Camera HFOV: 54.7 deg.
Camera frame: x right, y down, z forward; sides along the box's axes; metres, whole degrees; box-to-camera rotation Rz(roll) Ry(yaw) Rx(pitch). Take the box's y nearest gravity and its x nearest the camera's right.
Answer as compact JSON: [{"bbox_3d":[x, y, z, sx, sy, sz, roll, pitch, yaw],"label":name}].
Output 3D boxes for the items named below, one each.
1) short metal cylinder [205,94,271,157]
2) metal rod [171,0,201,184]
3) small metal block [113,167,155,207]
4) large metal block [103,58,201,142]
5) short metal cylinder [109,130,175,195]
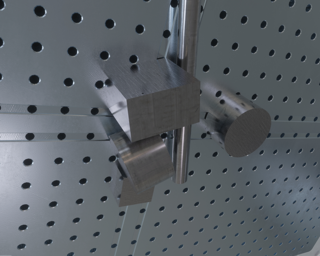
[{"bbox_3d":[0.114,-0.004,0.455,0.081,0.050,0.079,-14,124,-21],"label":"short metal cylinder"},{"bbox_3d":[0.032,-0.049,0.397,0.025,0.025,0.298,-13,124,-21],"label":"metal rod"},{"bbox_3d":[-0.036,0.082,0.443,0.050,0.025,0.050,-3,120,-27],"label":"small metal block"},{"bbox_3d":[-0.011,-0.036,0.348,0.081,0.080,0.050,-16,125,-19],"label":"large metal block"},{"bbox_3d":[-0.023,0.035,0.385,0.050,0.080,0.080,-25,128,-13],"label":"short metal cylinder"}]
